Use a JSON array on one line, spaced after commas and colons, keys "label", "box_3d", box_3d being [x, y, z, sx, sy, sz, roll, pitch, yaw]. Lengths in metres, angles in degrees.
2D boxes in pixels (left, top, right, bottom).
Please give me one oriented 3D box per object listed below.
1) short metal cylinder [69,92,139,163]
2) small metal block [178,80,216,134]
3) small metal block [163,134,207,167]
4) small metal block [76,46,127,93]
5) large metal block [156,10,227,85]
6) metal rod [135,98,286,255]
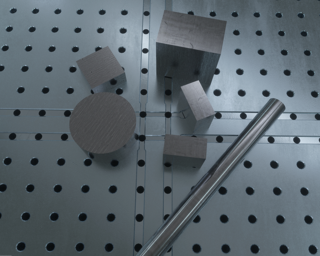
[{"label": "short metal cylinder", "box_3d": [-0.069, 0.001, 0.397, 0.081, 0.050, 0.080, 0, 70, 0]}, {"label": "small metal block", "box_3d": [0.047, -0.026, 0.409, 0.025, 0.050, 0.050, -21, 72, -8]}, {"label": "small metal block", "box_3d": [0.030, 0.030, 0.388, 0.050, 0.050, 0.025, 6, 70, 2]}, {"label": "small metal block", "box_3d": [-0.083, -0.081, 0.440, 0.050, 0.025, 0.050, -29, 73, -11]}, {"label": "large metal block", "box_3d": [0.040, -0.107, 0.422, 0.080, 0.080, 0.050, 12, 71, 4]}, {"label": "metal rod", "box_3d": [0.060, 0.073, 0.385, 0.025, 0.025, 0.301, 40, 74, 13]}]
